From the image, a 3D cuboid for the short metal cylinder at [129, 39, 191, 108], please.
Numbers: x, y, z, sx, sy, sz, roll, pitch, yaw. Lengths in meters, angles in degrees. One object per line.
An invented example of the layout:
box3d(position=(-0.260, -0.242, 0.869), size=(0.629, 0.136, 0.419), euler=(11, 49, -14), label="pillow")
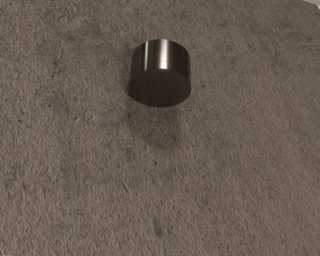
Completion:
box3d(position=(0.001, -0.071, 0.414), size=(0.081, 0.080, 0.050), euler=(15, 56, -20), label="short metal cylinder")
